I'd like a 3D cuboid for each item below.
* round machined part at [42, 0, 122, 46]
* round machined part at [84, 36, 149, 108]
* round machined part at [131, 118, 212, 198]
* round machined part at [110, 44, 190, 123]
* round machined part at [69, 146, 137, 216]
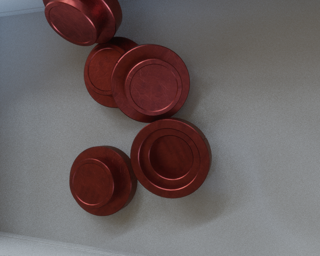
[{"bbox_3d":[-0.100,-0.140,0.381,0.098,0.098,0.042,12,63,19],"label":"round machined part"},{"bbox_3d":[-0.062,-0.076,0.422,0.098,0.042,0.097,0,90,19],"label":"round machined part"},{"bbox_3d":[0.016,0.035,0.390,0.098,0.042,0.097,2,99,16],"label":"round machined part"},{"bbox_3d":[-0.011,-0.052,0.379,0.099,0.042,0.097,-3,108,-10],"label":"round machined part"},{"bbox_3d":[-0.085,0.074,0.430,0.098,0.042,0.097,0,90,19],"label":"round machined part"}]
